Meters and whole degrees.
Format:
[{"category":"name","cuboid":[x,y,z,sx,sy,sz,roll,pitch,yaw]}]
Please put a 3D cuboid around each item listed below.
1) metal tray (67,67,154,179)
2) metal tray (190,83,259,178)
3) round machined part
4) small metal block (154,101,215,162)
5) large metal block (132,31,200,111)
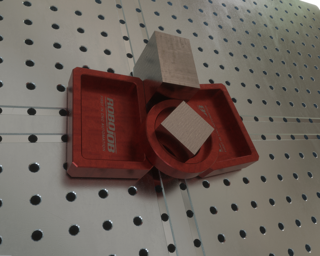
[{"category":"metal tray","cuboid":[-0.061,-0.007,0.371,0.091,0.030,0.130,6,59,-25]},{"category":"metal tray","cuboid":[0.075,-0.001,0.441,0.091,0.030,0.130,-7,65,-31]},{"category":"round machined part","cuboid":[0.020,0.017,0.381,0.099,0.042,0.098,14,56,-21]},{"category":"small metal block","cuboid":[0.028,0.004,0.362,0.050,0.025,0.050,43,51,1]},{"category":"large metal block","cuboid":[0.004,-0.066,0.411,0.050,0.080,0.080,6,59,-25]}]
